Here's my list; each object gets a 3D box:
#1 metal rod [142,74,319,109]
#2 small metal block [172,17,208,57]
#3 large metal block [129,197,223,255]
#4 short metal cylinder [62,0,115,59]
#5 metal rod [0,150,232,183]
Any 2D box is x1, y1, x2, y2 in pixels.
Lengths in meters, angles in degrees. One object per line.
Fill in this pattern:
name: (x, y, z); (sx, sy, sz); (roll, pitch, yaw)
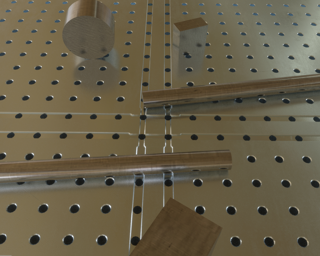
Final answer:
metal rod: (0.125, -0.057, 0.456); (0.302, 0.025, 0.025); (-6, 51, -6)
small metal block: (0.050, -0.152, 0.520); (0.050, 0.050, 0.025); (-18, 53, -15)
large metal block: (0.008, 0.122, 0.270); (0.050, 0.080, 0.080); (27, 55, 20)
short metal cylinder: (-0.114, -0.160, 0.505); (0.081, 0.080, 0.050); (-4, 50, -3)
metal rod: (-0.067, 0.046, 0.367); (0.302, 0.025, 0.025); (-3, 50, -3)
